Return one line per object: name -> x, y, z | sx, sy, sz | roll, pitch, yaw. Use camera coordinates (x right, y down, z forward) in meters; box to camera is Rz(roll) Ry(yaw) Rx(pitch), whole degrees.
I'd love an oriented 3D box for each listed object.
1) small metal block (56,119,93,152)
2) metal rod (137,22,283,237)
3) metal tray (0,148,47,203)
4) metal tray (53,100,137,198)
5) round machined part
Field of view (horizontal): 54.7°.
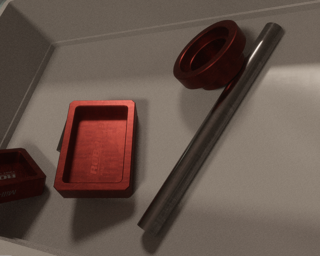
small metal block -> -0.118, 0.014, 0.457 | 0.050, 0.025, 0.050 | -4, 60, 25
metal rod -> 0.067, -0.008, 0.374 | 0.025, 0.025, 0.300 | 25, 75, 36
metal tray -> -0.237, 0.067, 0.422 | 0.090, 0.131, 0.030 | 34, 116, 39
metal tray -> -0.079, 0.024, 0.406 | 0.091, 0.030, 0.130 | 0, 59, 2
round machined part -> 0.068, -0.087, 0.397 | 0.098, 0.042, 0.098 | -34, 32, 25
